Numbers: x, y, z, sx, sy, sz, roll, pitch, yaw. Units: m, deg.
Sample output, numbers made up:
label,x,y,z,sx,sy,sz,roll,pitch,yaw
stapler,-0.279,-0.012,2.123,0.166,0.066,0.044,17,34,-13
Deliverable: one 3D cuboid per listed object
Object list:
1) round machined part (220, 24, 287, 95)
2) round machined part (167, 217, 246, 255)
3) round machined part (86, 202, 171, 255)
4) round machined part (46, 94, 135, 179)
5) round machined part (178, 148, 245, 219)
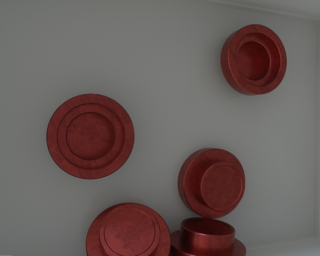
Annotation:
label,x,y,z,sx,sy,sz,roll,pitch,yaw
round machined part,0.130,-0.095,0.449,0.099,0.042,0.097,0,90,-20
round machined part,0.059,0.144,0.393,0.099,0.098,0.042,5,91,-20
round machined part,-0.036,0.129,0.359,0.099,0.042,0.098,5,46,-5
round machined part,-0.083,0.009,0.371,0.099,0.042,0.097,0,90,-20
round machined part,0.078,0.078,0.430,0.099,0.042,0.097,0,90,-20
